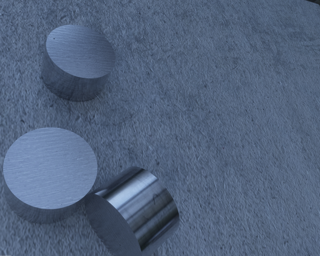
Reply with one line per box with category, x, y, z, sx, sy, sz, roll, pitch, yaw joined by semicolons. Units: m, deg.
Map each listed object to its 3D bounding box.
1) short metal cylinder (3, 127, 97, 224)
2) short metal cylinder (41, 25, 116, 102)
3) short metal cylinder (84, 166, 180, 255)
short metal cylinder;-0.106;0.046;0.300;0.081;0.050;0.080;12;56;-18
short metal cylinder;-0.101;-0.079;0.381;0.081;0.050;0.080;14;56;-21
short metal cylinder;-0.028;0.085;0.302;0.050;0.080;0.080;-32;80;-38
